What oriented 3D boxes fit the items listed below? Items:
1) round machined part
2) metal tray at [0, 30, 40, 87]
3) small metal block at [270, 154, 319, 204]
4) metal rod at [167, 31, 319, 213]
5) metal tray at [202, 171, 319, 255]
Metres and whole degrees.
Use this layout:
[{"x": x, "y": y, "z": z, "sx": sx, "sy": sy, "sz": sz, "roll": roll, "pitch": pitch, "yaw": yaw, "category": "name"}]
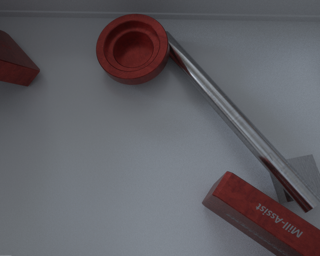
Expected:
[{"x": -0.035, "y": -0.105, "z": 0.433, "sx": 0.099, "sy": 0.042, "sz": 0.098, "roll": -2, "pitch": 75, "yaw": 7, "category": "round machined part"}, {"x": -0.227, "y": -0.101, "z": 0.388, "sx": 0.090, "sy": 0.130, "sz": 0.030, "roll": 46, "pitch": 102, "yaw": 14, "category": "metal tray"}, {"x": 0.171, "y": 0.064, "z": 0.388, "sx": 0.050, "sy": 0.025, "sz": 0.050, "roll": -11, "pitch": 71, "yaw": -4, "category": "small metal block"}, {"x": 0.088, "y": -0.023, "z": 0.403, "sx": 0.025, "sy": 0.025, "sz": 0.300, "roll": -33, "pitch": 68, "yaw": -11, "category": "metal rod"}, {"x": 0.114, "y": 0.104, "z": 0.338, "sx": 0.130, "sy": 0.090, "sz": 0.030, "roll": 33, "pitch": 74, "yaw": 11, "category": "metal tray"}]
